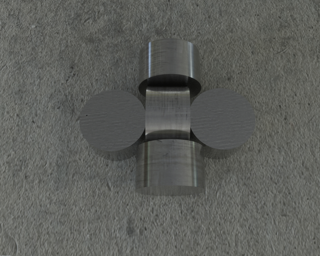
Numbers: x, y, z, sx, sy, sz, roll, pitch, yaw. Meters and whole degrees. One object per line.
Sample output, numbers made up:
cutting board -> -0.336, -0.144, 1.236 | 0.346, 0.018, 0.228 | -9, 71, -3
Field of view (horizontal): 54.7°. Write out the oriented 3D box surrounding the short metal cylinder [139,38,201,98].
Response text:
short metal cylinder -> 0.013, -0.073, 0.407 | 0.081, 0.080, 0.050 | 0, 70, 0

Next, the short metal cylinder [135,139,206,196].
short metal cylinder -> 0.012, 0.049, 0.363 | 0.081, 0.080, 0.050 | 0, 70, 0

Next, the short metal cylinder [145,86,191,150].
short metal cylinder -> 0.009, -0.012, 0.385 | 0.050, 0.080, 0.080 | 0, 70, 0

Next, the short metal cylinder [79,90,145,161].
short metal cylinder -> -0.057, -0.002, 0.396 | 0.081, 0.050, 0.080 | 0, 70, -1

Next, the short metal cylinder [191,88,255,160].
short metal cylinder -> 0.075, -0.004, 0.397 | 0.080, 0.050, 0.080 | 0, 70, 0
